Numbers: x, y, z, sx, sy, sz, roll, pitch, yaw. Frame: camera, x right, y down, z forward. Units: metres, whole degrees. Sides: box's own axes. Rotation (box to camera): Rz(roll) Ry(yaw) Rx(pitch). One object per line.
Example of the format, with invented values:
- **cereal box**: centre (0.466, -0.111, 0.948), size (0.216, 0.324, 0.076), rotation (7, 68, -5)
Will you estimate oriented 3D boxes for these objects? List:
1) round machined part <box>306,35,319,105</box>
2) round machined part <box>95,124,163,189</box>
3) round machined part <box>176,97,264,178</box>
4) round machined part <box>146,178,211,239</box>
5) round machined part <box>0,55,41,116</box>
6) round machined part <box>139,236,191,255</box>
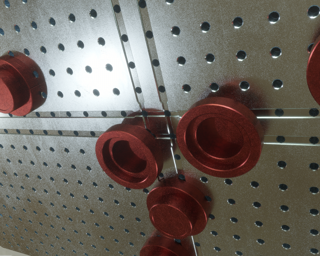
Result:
- **round machined part**: centre (0.182, -0.056, 0.269), size (0.098, 0.042, 0.097), rotation (13, 124, 21)
- **round machined part**: centre (-0.039, 0.036, 0.444), size (0.098, 0.042, 0.097), rotation (13, 124, 21)
- **round machined part**: centre (0.072, 0.007, 0.367), size (0.098, 0.042, 0.097), rotation (13, 124, 21)
- **round machined part**: centre (0.023, 0.128, 0.468), size (0.098, 0.042, 0.097), rotation (13, 124, 21)
- **round machined part**: centre (-0.242, -0.062, 0.491), size (0.098, 0.042, 0.097), rotation (13, 124, 21)
- **round machined part**: centre (0.007, 0.243, 0.548), size (0.098, 0.042, 0.097), rotation (13, 124, 21)
